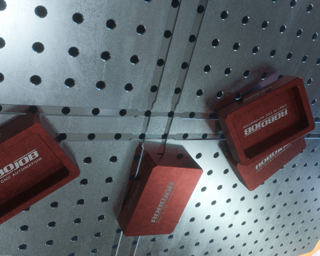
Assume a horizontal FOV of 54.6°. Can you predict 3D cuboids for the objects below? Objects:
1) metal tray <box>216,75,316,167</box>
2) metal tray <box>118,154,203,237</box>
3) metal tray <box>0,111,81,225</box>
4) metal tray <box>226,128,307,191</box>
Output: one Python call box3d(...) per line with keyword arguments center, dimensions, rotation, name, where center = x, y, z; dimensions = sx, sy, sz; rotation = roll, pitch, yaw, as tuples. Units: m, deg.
box3d(center=(0.160, -0.011, 0.464), dimensions=(0.131, 0.030, 0.090), rotation=(-27, 110, -7), name="metal tray")
box3d(center=(0.000, 0.104, 0.472), dimensions=(0.091, 0.030, 0.129), rotation=(9, 114, -33), name="metal tray")
box3d(center=(-0.169, 0.051, 0.346), dimensions=(0.130, 0.030, 0.090), rotation=(-32, 129, -8), name="metal tray")
box3d(center=(0.184, 0.039, 0.532), dimensions=(0.130, 0.030, 0.090), rotation=(-38, 129, -3), name="metal tray")
